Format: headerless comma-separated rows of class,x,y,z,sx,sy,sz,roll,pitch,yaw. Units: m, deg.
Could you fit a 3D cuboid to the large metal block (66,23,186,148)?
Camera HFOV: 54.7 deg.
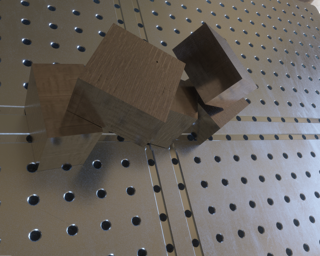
large metal block,-0.030,-0.041,0.298,0.080,0.050,0.080,27,52,-11

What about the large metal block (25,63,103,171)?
large metal block,-0.104,-0.010,0.323,0.050,0.080,0.080,-6,65,-31

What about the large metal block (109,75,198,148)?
large metal block,-0.009,-0.024,0.383,0.081,0.080,0.050,17,55,-19

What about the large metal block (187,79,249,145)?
large metal block,0.069,-0.036,0.453,0.081,0.050,0.080,-35,81,-39

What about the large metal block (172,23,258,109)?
large metal block,0.071,-0.074,0.389,0.080,0.050,0.080,1,57,-61
